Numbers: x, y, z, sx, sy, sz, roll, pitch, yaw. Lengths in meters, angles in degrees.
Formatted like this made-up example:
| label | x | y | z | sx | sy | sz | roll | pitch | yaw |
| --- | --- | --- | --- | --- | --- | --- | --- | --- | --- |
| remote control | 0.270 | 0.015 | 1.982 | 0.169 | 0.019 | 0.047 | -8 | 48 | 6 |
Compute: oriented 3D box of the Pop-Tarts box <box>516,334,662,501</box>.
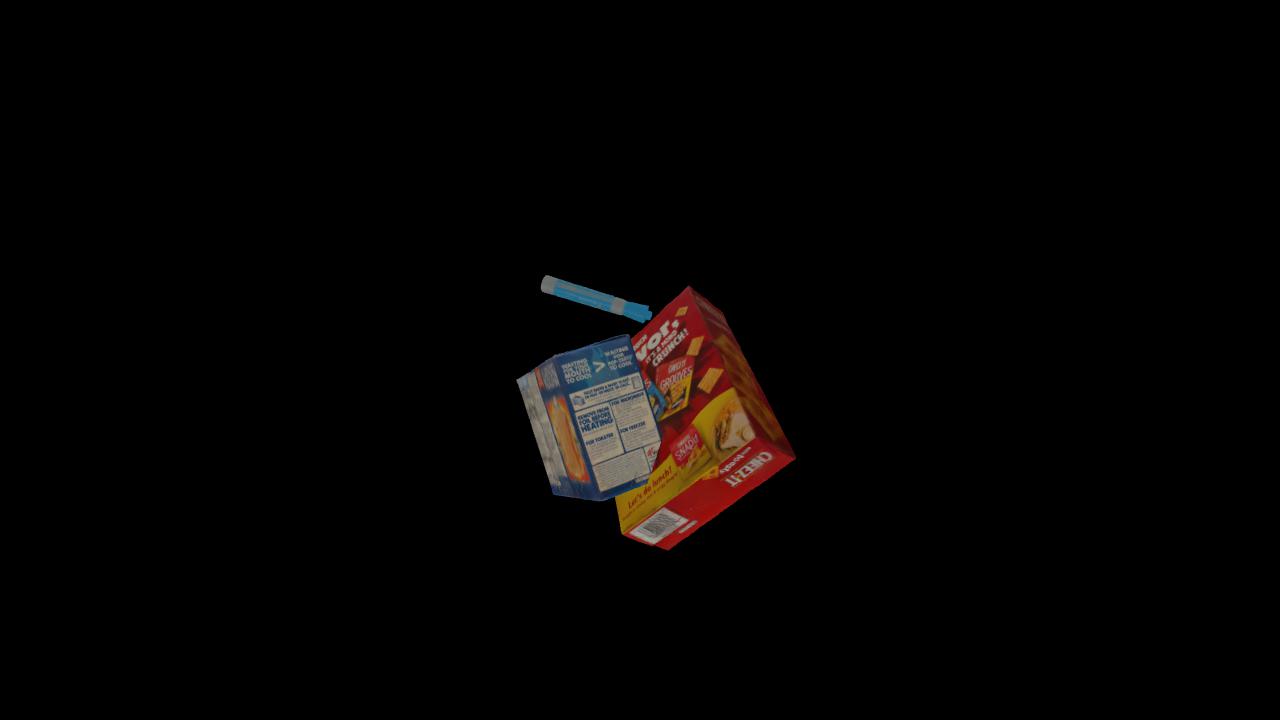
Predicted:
| label | x | y | z | sx | sy | sz | roll | pitch | yaw |
| --- | --- | --- | --- | --- | --- | --- | --- | --- | --- |
| Pop-Tarts box | -0.054 | 0.064 | 0.640 | 0.083 | 0.141 | 0.167 | -18 | -2 | -25 |

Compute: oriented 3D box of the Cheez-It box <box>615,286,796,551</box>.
| label | x | y | z | sx | sy | sz | roll | pitch | yaw |
| --- | --- | --- | --- | --- | --- | --- | --- | --- | --- |
| Cheez-It box | 0.039 | 0.053 | 0.632 | 0.071 | 0.223 | 0.166 | 32 | -63 | -36 |

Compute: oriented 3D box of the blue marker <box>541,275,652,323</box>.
| label | x | y | z | sx | sy | sz | roll | pitch | yaw |
| --- | --- | --- | --- | --- | --- | --- | --- | --- | --- |
| blue marker | -0.045 | -0.063 | 0.643 | 0.121 | 0.020 | 0.020 | 18 | 3 | 10 |
